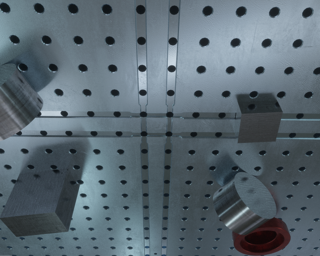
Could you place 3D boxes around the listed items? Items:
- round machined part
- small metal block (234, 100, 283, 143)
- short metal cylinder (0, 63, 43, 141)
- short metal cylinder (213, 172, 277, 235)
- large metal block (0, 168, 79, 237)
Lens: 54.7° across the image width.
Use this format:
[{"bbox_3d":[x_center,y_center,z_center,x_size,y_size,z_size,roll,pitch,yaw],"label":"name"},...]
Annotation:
[{"bbox_3d":[0.180,0.188,0.562,0.099,0.042,0.097,0,130,0],"label":"round machined part"},{"bbox_3d":[0.127,-0.008,0.406,0.050,0.025,0.050,-3,130,2],"label":"small metal block"},{"bbox_3d":[-0.182,-0.029,0.349,0.080,0.080,0.050,-16,128,13],"label":"short metal cylinder"},{"bbox_3d":[0.129,0.115,0.474,0.080,0.080,0.050,25,126,-20],"label":"short metal cylinder"},{"bbox_3d":[-0.177,0.112,0.469,0.080,0.080,0.050,-8,130,6],"label":"large metal block"}]
